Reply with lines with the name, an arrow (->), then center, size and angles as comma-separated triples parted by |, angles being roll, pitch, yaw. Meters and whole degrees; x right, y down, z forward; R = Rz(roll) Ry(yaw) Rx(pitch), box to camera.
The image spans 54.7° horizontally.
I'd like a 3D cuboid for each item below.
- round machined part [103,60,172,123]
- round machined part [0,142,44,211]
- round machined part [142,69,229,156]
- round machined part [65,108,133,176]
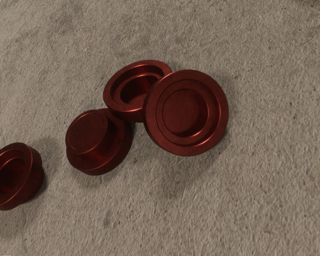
round machined part -> -0.024, -0.046, 0.425 | 0.098, 0.042, 0.098 | -11, 48, 13
round machined part -> -0.212, 0.074, 0.457 | 0.098, 0.042, 0.098 | -13, 56, 20
round machined part -> 0.027, -0.018, 0.366 | 0.098, 0.098, 0.042 | -50, 14, -7
round machined part -> -0.091, 0.013, 0.431 | 0.098, 0.042, 0.098 | -13, 56, 20
